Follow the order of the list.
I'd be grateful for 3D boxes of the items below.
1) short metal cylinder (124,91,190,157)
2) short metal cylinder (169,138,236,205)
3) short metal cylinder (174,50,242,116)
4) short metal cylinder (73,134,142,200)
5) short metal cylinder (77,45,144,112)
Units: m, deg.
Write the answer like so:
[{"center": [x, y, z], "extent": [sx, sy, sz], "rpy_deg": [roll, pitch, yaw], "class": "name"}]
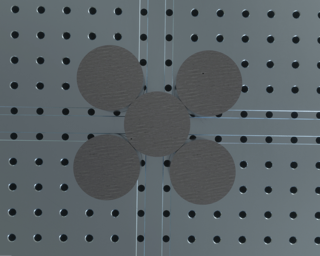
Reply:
[{"center": [-0.003, -0.005, 0.400], "extent": [0.081, 0.050, 0.079], "rpy_deg": [0, 90, -1], "class": "short metal cylinder"}, {"center": [0.052, 0.053, 0.401], "extent": [0.081, 0.050, 0.079], "rpy_deg": [0, 90, -1], "class": "short metal cylinder"}, {"center": [0.059, -0.054, 0.399], "extent": [0.081, 0.050, 0.079], "rpy_deg": [0, 90, -1], "class": "short metal cylinder"}, {"center": [-0.065, 0.047, 0.399], "extent": [0.081, 0.050, 0.079], "rpy_deg": [0, 90, -1], "class": "short metal cylinder"}, {"center": [-0.061, -0.061, 0.399], "extent": [0.081, 0.050, 0.079], "rpy_deg": [0, 90, -1], "class": "short metal cylinder"}]
